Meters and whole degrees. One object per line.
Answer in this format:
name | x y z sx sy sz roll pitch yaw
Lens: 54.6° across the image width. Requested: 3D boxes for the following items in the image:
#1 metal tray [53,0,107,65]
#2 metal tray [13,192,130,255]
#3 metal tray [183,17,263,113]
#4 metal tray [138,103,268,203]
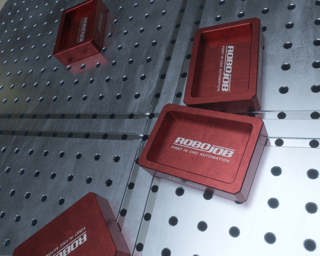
metal tray | -0.154 -0.191 0.604 0.090 0.030 0.130 -14 56 20
metal tray | -0.109 0.151 0.371 0.130 0.030 0.090 -37 51 3
metal tray | 0.086 -0.081 0.410 0.090 0.030 0.130 -3 60 26
metal tray | 0.048 0.024 0.365 0.130 0.030 0.090 12 68 33
